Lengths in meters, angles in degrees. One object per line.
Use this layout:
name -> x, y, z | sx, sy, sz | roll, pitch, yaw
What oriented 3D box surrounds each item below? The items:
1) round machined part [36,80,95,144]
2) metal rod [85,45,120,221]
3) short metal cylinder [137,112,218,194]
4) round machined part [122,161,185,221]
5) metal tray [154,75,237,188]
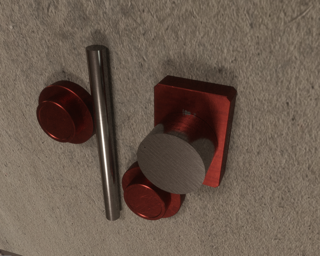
round machined part -> -0.141, -0.017, 0.457 | 0.098, 0.042, 0.097 | 13, 124, 20
metal rod -> -0.081, 0.027, 0.463 | 0.025, 0.025, 0.298 | 14, 124, 20
short metal cylinder -> 0.021, 0.029, 0.357 | 0.080, 0.050, 0.079 | 13, 124, 20
round machined part -> -0.015, 0.099, 0.463 | 0.098, 0.042, 0.097 | 13, 124, 20
metal tray -> 0.040, 0.006, 0.385 | 0.090, 0.030, 0.129 | 13, 124, 20
